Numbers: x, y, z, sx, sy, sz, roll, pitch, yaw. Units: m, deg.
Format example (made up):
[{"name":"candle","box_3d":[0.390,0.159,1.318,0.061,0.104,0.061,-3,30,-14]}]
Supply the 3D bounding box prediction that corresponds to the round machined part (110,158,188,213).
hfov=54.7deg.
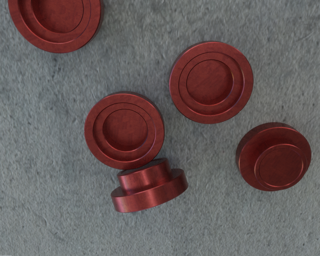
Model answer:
[{"name":"round machined part","box_3d":[-0.017,0.068,0.399,0.098,0.098,0.042,-17,92,6]}]

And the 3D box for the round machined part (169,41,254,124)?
[{"name":"round machined part","box_3d":[0.060,-0.057,0.381,0.099,0.042,0.097,0,110,-1]}]

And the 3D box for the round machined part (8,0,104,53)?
[{"name":"round machined part","box_3d":[-0.112,-0.136,0.349,0.099,0.042,0.097,0,110,-1]}]

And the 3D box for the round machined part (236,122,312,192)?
[{"name":"round machined part","box_3d":[0.157,0.045,0.420,0.099,0.042,0.097,0,110,-1]}]

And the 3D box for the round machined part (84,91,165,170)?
[{"name":"round machined part","box_3d":[-0.043,0.001,0.398,0.099,0.042,0.097,0,106,0]}]
